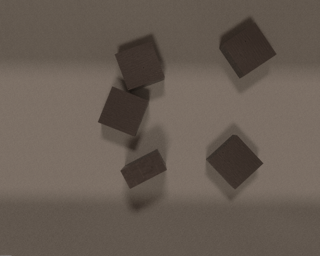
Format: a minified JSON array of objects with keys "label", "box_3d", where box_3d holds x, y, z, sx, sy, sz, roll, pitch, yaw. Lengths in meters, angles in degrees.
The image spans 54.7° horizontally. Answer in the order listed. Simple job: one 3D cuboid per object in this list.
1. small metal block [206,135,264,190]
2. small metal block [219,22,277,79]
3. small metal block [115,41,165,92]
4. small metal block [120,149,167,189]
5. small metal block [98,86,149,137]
[{"label":"small metal block","box_3d":[0.098,0.044,0.413,0.050,0.025,0.050,-43,91,0]},{"label":"small metal block","box_3d":[0.116,-0.102,0.413,0.050,0.025,0.050,-34,90,0]},{"label":"small metal block","box_3d":[-0.026,-0.080,0.411,0.050,0.025,0.050,-20,90,-1]},{"label":"small metal block","box_3d":[-0.020,0.051,0.399,0.050,0.050,0.025,-27,90,0]},{"label":"small metal block","box_3d":[-0.047,-0.021,0.411,0.050,0.025,0.050,22,90,-1]}]
